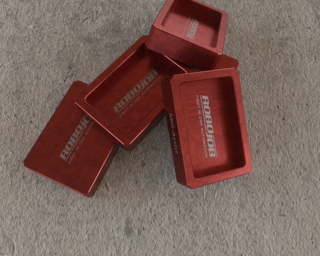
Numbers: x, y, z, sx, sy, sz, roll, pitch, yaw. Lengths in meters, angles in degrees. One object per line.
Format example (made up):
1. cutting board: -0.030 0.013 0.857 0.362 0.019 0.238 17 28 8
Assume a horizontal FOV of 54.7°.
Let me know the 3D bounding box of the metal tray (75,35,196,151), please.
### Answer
1. metal tray: -0.028 -0.046 0.391 0.090 0.030 0.130 40 74 13

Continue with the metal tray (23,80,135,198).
1. metal tray: -0.099 0.012 0.400 0.090 0.030 0.130 23 71 8

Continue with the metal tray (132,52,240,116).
1. metal tray: 0.033 -0.077 0.435 0.130 0.030 0.090 26 72 8

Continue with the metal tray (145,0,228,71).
1. metal tray: 0.041 -0.135 0.420 0.090 0.030 0.130 22 44 -3

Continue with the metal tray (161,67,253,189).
1. metal tray: 0.057 -0.002 0.372 0.091 0.030 0.129 -11 94 -21
